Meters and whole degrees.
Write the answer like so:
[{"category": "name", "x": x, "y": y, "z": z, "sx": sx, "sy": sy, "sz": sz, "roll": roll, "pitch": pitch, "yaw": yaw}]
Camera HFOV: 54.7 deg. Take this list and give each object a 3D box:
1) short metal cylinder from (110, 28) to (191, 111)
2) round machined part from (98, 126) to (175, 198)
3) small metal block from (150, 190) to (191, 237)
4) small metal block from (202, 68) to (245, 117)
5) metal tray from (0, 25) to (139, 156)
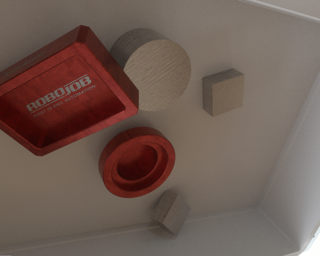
[{"category": "short metal cylinder", "x": -0.013, "y": -0.065, "z": 0.346, "sx": 0.081, "sy": 0.050, "sz": 0.079, "roll": -14, "pitch": 125, "yaw": -21}, {"category": "round machined part", "x": -0.033, "y": 0.040, "z": 0.406, "sx": 0.099, "sy": 0.042, "sz": 0.097, "roll": -14, "pitch": 125, "yaw": -21}, {"category": "small metal block", "x": 0.018, "y": 0.135, "z": 0.491, "sx": 0.050, "sy": 0.025, "sz": 0.050, "roll": -58, "pitch": 134, "yaw": -24}, {"category": "small metal block", "x": 0.087, "y": -0.049, "z": 0.428, "sx": 0.050, "sy": 0.025, "sz": 0.050, "roll": -19, "pitch": 126, "yaw": -17}, {"category": "metal tray", "x": -0.097, "y": -0.028, "z": 0.299, "sx": 0.130, "sy": 0.030, "sz": 0.090, "roll": -23, "pitch": 131, "yaw": 18}]
